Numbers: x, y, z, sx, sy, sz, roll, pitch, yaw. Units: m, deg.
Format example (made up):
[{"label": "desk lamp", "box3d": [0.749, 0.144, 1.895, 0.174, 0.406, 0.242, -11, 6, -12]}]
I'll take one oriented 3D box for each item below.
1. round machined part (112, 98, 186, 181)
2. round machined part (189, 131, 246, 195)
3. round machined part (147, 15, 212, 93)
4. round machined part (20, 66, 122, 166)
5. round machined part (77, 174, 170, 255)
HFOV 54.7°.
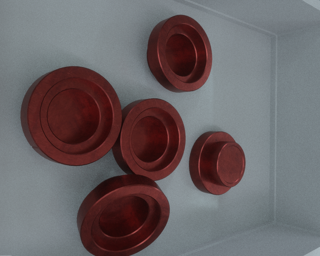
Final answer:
[{"label": "round machined part", "box3d": [-0.018, 0.014, 0.380, 0.099, 0.042, 0.097, 0, 90, -40]}, {"label": "round machined part", "box3d": [0.094, 0.054, 0.474, 0.099, 0.042, 0.097, 0, 90, -40]}, {"label": "round machined part", "box3d": [0.022, -0.096, 0.413, 0.099, 0.042, 0.097, 0, 90, -40]}, {"label": "round machined part", "box3d": [-0.092, -0.012, 0.318, 0.099, 0.042, 0.097, 0, 90, -40]}, {"label": "round machined part", "box3d": [-0.042, 0.092, 0.343, 0.099, 0.042, 0.097, -11, 119, -21]}]
